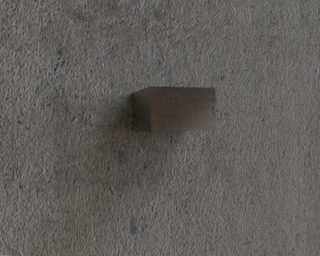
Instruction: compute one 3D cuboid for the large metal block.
[{"bbox_3d":[0.014,-0.022,0.387,0.081,0.080,0.050,-1,91,-20],"label":"large metal block"}]
